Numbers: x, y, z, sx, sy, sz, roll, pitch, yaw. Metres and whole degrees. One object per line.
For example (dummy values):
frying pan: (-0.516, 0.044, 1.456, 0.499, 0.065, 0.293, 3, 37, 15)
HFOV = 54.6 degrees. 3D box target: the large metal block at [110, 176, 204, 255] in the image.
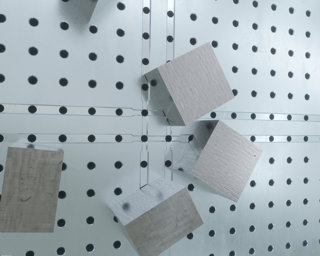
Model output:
large metal block: (-0.007, 0.107, 0.381, 0.080, 0.080, 0.050, -29, 100, -18)

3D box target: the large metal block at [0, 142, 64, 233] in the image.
large metal block: (-0.136, 0.059, 0.333, 0.050, 0.080, 0.080, 7, 88, -20)

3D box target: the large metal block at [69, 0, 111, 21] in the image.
large metal block: (-0.067, -0.181, 0.358, 0.050, 0.080, 0.080, 44, 76, -15)

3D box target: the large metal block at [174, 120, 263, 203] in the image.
large metal block: (0.081, 0.044, 0.429, 0.080, 0.050, 0.080, 33, 79, -17)

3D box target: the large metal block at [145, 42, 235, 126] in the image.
large metal block: (0.039, -0.056, 0.413, 0.080, 0.050, 0.080, -30, 100, -18)
